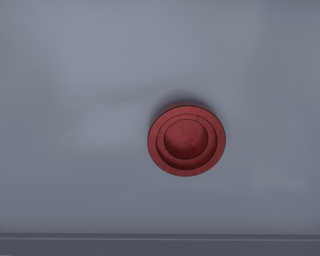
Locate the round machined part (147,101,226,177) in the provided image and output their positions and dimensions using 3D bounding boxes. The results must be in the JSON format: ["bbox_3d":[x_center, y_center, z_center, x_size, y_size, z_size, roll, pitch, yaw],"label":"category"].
[{"bbox_3d":[0.033,0.011,0.407,0.099,0.042,0.097,0,110,-1],"label":"round machined part"}]
